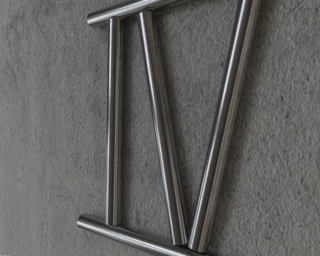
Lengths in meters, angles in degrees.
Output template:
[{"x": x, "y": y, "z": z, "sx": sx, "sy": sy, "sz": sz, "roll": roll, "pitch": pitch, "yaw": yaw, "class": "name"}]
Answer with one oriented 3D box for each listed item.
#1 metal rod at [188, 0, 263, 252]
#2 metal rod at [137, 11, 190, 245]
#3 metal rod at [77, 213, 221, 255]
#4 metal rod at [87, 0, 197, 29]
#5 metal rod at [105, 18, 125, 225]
[{"x": 0.072, "y": -0.005, "z": 0.345, "sx": 0.025, "sy": 0.025, "sz": 0.298, "roll": 17, "pitch": 101, "yaw": 38, "class": "metal rod"}, {"x": 0.004, "y": -0.006, "z": 0.400, "sx": 0.025, "sy": 0.025, "sz": 0.298, "roll": -15, "pitch": 81, "yaw": 39, "class": "metal rod"}, {"x": -0.009, "y": 0.155, "z": 0.410, "sx": 0.300, "sy": 0.025, "sz": 0.025, "roll": 2, "pitch": 91, "yaw": 39, "class": "metal rod"}, {"x": 0.011, "y": -0.167, "z": 0.396, "sx": 0.300, "sy": 0.025, "sz": 0.025, "roll": 2, "pitch": 91, "yaw": 39, "class": "metal rod"}, {"x": -0.066, "y": -0.009, "z": 0.458, "sx": 0.025, "sy": 0.025, "sz": 0.298, "roll": 1, "pitch": 91, "yaw": 39, "class": "metal rod"}]
